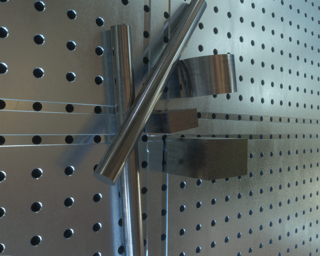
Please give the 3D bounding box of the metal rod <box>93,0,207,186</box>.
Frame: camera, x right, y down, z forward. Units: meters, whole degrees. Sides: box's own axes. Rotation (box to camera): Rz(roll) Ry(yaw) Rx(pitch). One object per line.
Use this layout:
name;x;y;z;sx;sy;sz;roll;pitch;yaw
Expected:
metal rod;0.001;-0.066;0.387;0.025;0.025;0.300;45;55;-31

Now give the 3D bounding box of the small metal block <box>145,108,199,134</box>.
small metal block;0.014;-0.010;0.407;0.050;0.050;0.025;-12;98;-40

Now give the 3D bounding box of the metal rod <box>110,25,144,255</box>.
metal rod;-0.039;0.028;0.378;0.025;0.025;0.298;-5;94;-40

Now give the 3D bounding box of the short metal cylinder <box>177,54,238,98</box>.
short metal cylinder;0.064;-0.071;0.430;0.081;0.080;0.050;-11;98;-40

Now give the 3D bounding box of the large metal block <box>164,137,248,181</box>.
large metal block;0.063;0.039;0.429;0.081;0.080;0.050;1;90;-40
